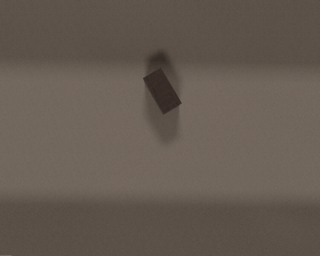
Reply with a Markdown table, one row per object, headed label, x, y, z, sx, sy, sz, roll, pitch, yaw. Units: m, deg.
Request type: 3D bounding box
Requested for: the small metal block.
| label | x | y | z | sx | sy | sz | roll | pitch | yaw |
| --- | --- | --- | --- | --- | --- | --- | --- | --- | --- |
| small metal block | 0.003 | -0.045 | 0.399 | 0.025 | 0.050 | 0.050 | -31 | 90 | 0 |
